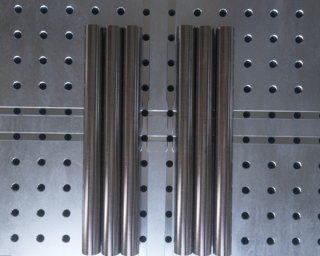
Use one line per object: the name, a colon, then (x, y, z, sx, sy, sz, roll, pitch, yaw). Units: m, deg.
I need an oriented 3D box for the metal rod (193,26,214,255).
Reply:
metal rod: (0.058, 0.017, 0.413, 0.025, 0.025, 0.298, 1, 90, 0)

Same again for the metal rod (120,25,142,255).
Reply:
metal rod: (-0.038, 0.016, 0.413, 0.025, 0.025, 0.298, 1, 90, 0)

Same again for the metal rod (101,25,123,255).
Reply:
metal rod: (-0.063, 0.017, 0.412, 0.025, 0.025, 0.298, 1, 90, 0)

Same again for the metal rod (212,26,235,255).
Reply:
metal rod: (0.085, 0.017, 0.413, 0.025, 0.025, 0.298, 1, 90, 0)

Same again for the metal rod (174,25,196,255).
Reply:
metal rod: (0.033, 0.016, 0.413, 0.025, 0.025, 0.298, 1, 90, 0)

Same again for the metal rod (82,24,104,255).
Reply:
metal rod: (-0.089, 0.015, 0.412, 0.025, 0.025, 0.298, 1, 90, 0)
